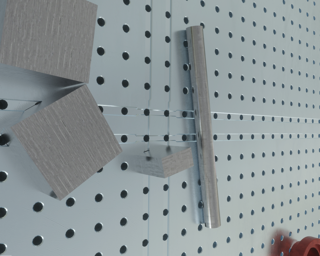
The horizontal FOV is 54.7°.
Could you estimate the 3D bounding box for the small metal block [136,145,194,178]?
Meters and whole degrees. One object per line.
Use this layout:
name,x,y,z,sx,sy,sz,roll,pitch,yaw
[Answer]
small metal block,0.006,0.042,0.398,0.050,0.050,0.025,-16,101,-39

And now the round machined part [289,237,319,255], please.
round machined part,0.312,0.278,0.653,0.099,0.042,0.097,2,85,-31

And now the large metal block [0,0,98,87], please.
large metal block,-0.113,-0.088,0.298,0.081,0.050,0.080,9,84,-40

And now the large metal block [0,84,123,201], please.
large metal block,-0.098,0.012,0.311,0.080,0.050,0.080,-39,114,-33

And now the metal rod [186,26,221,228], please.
metal rod,0.066,0.002,0.464,0.025,0.025,0.298,-10,97,-40
